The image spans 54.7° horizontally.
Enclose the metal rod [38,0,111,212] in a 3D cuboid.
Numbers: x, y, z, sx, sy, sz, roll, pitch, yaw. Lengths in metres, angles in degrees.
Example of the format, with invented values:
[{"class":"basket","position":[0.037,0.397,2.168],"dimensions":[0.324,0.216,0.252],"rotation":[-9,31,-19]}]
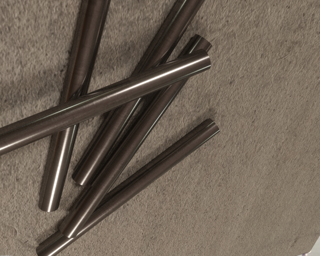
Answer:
[{"class":"metal rod","position":[-0.093,-0.033,0.336],"dimensions":[0.025,0.025,0.298],"rotation":[6,116,-32]}]

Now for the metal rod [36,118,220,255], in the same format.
[{"class":"metal rod","position":[-0.042,0.085,0.437],"dimensions":[0.301,0.025,0.025],"rotation":[-37,130,-4]}]

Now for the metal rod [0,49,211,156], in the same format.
[{"class":"metal rod","position":[-0.083,-0.018,0.317],"dimensions":[0.302,0.025,0.025],"rotation":[-24,128,-14]}]

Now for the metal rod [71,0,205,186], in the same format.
[{"class":"metal rod","position":[-0.020,-0.057,0.361],"dimensions":[0.025,0.025,0.299],"rotation":[24,105,-37]}]

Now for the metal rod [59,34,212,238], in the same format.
[{"class":"metal rod","position":[-0.034,0.015,0.389],"dimensions":[0.025,0.025,0.299],"rotation":[30,99,-38]}]
